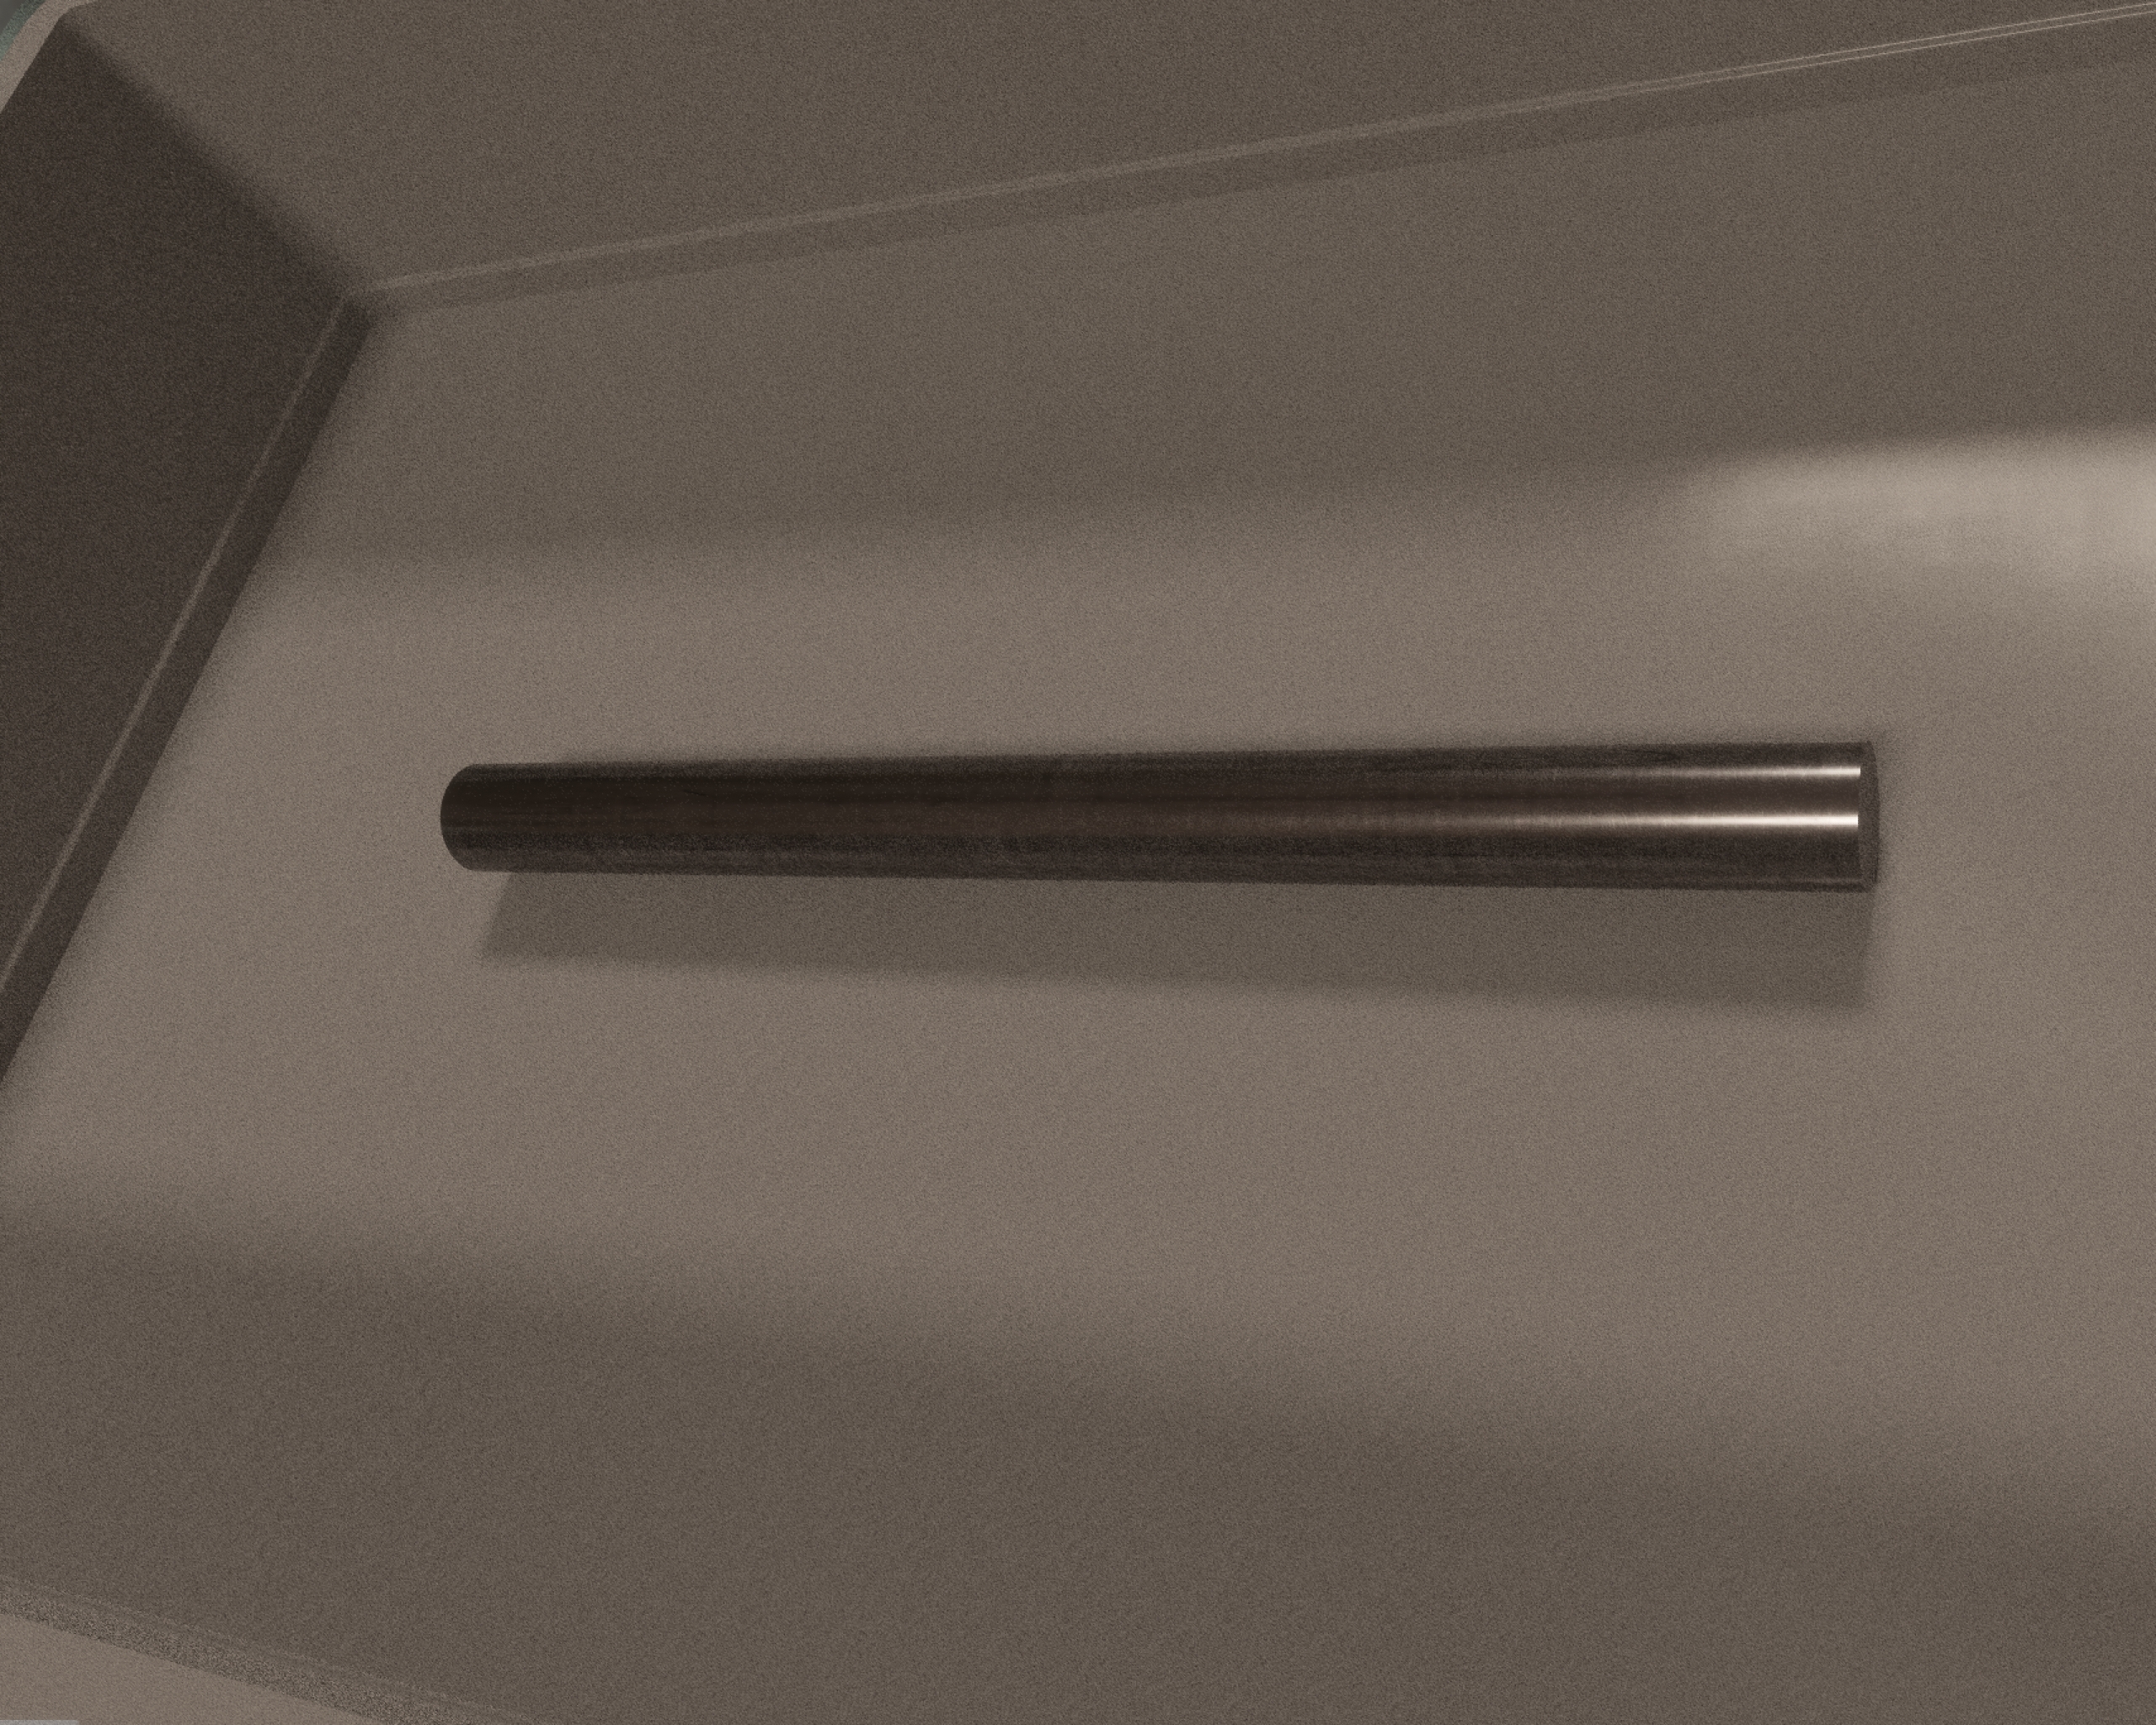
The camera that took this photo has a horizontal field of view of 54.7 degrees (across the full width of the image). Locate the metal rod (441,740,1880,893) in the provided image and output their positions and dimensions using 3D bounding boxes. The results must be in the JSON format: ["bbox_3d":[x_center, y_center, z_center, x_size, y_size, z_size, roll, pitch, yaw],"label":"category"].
[{"bbox_3d":[-0.004,-0.009,0.409,0.300,0.025,0.025,1,62,28],"label":"metal rod"}]
